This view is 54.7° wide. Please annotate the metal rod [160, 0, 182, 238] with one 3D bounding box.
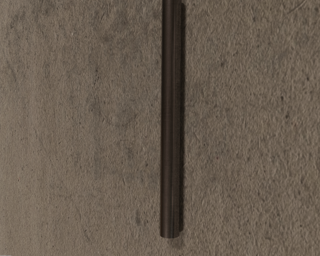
[{"bbox_3d":[0.014,-0.014,0.391,0.025,0.025,0.298,1,91,39],"label":"metal rod"}]
